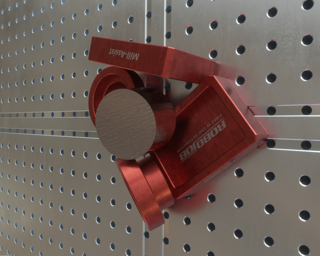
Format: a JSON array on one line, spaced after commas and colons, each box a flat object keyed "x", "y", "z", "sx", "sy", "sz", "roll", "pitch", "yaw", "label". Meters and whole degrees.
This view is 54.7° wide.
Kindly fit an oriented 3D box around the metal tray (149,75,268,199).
[{"x": 0.046, "y": 0.013, "z": 0.365, "sx": 0.129, "sy": 0.030, "sz": 0.090, "roll": -44, "pitch": 64, "yaw": 31, "label": "metal tray"}]

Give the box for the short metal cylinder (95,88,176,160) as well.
[{"x": -0.028, "y": -0.007, "z": 0.366, "sx": 0.080, "sy": 0.050, "sz": 0.079, "roll": 5, "pitch": 101, "yaw": 27, "label": "short metal cylinder"}]

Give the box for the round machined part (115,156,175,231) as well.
[{"x": -0.016, "y": 0.074, "z": 0.387, "sx": 0.098, "sy": 0.042, "sz": 0.098, "roll": 59, "pitch": 168, "yaw": 23, "label": "round machined part"}]

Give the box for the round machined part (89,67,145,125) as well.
[{"x": -0.054, "y": -0.037, "z": 0.441, "sx": 0.098, "sy": 0.042, "sz": 0.097, "roll": 0, "pitch": 90, "yaw": 39, "label": "round machined part"}]

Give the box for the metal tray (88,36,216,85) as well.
[{"x": -0.011, "y": -0.081, "z": 0.374, "sx": 0.130, "sy": 0.091, "sz": 0.030, "roll": 20, "pitch": 103, "yaw": 38, "label": "metal tray"}]
